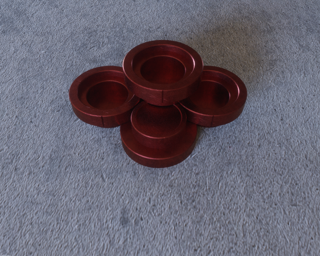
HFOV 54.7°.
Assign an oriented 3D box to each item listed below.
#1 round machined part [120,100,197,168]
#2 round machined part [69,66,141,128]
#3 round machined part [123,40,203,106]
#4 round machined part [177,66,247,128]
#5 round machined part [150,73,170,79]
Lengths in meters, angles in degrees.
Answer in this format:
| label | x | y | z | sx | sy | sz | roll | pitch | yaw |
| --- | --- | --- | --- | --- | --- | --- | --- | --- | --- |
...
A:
| label | x | y | z | sx | sy | sz | roll | pitch | yaw |
| --- | --- | --- | --- | --- | --- | --- | --- | --- | --- |
| round machined part | -0.002 | -0.001 | 0.394 | 0.099 | 0.042 | 0.098 | 0 | 50 | 0 |
| round machined part | -0.070 | -0.038 | 0.425 | 0.099 | 0.042 | 0.098 | 0 | 50 | 0 |
| round machined part | 0.004 | -0.066 | 0.394 | 0.099 | 0.042 | 0.098 | 0 | 50 | 0 |
| round machined part | 0.066 | -0.039 | 0.427 | 0.099 | 0.042 | 0.098 | 0 | 50 | 0 |
| round machined part | -0.001 | -0.077 | 0.458 | 0.099 | 0.042 | 0.098 | 0 | 50 | 0 |
